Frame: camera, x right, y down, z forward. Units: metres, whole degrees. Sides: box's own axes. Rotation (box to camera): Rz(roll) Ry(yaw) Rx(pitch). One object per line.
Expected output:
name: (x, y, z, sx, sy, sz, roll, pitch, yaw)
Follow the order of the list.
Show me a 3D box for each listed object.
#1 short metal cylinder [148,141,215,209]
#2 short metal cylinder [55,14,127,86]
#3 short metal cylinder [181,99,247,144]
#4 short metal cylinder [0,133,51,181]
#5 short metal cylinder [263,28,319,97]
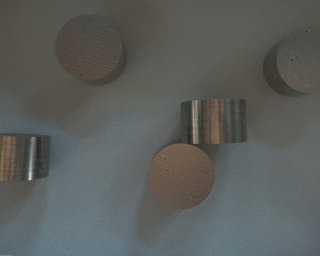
short metal cylinder: (0.026, 0.058, 0.399, 0.081, 0.050, 0.080, 0, 90, 0)
short metal cylinder: (-0.086, -0.098, 0.398, 0.081, 0.050, 0.080, 0, 90, 0)
short metal cylinder: (0.066, -0.008, 0.384, 0.081, 0.080, 0.050, -2, 90, 0)
short metal cylinder: (-0.179, 0.033, 0.382, 0.080, 0.080, 0.050, 3, 90, 0)
short metal cylinder: (0.182, -0.082, 0.400, 0.081, 0.050, 0.080, 0, 90, 0)
